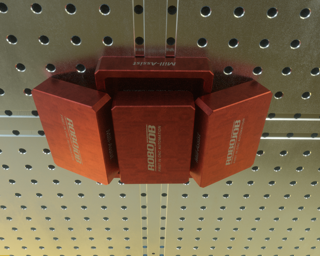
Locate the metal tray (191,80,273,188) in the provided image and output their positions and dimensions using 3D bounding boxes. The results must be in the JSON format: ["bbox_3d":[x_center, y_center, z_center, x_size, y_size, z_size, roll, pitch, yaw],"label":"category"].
[{"bbox_3d":[0.086,0.011,0.394,0.091,0.030,0.129,-19,134,-21],"label":"metal tray"}]

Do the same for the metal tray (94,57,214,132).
[{"bbox_3d":[-0.007,-0.038,0.375,0.131,0.030,0.089,0,131,-1],"label":"metal tray"}]

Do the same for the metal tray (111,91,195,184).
[{"bbox_3d":[-0.007,0.016,0.382,0.091,0.030,0.129,0,130,0],"label":"metal tray"}]

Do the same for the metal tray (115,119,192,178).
[{"bbox_3d":[-0.006,0.030,0.435,0.131,0.030,0.089,0,131,-1],"label":"metal tray"}]

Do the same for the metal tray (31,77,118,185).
[{"bbox_3d":[-0.101,0.007,0.389,0.090,0.030,0.129,17,134,19],"label":"metal tray"}]
